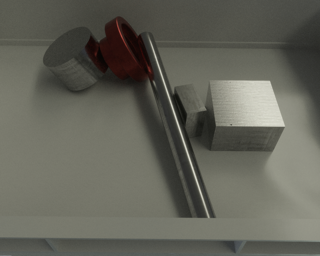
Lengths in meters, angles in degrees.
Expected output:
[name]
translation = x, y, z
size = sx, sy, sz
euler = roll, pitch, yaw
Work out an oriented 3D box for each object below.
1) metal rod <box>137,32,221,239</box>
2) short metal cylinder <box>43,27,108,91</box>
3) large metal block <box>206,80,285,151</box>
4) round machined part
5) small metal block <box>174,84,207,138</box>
[metal rod]
translation = 0.014, -0.014, 0.393
size = 0.025, 0.025, 0.299
euler = -11, 58, -9
[short metal cylinder]
translation = -0.121, -0.101, 0.453
size = 0.080, 0.050, 0.080
euler = -16, 49, 19
[large metal block]
translation = 0.105, -0.017, 0.404
size = 0.081, 0.050, 0.080
euler = 0, 50, 0
[round machined part]
translation = -0.053, -0.110, 0.459
size = 0.042, 0.098, 0.098
euler = -27, 49, 16
[small metal block]
translation = 0.037, -0.022, 0.407
size = 0.025, 0.050, 0.050
euler = -11, 51, -11
